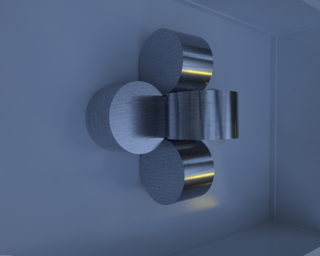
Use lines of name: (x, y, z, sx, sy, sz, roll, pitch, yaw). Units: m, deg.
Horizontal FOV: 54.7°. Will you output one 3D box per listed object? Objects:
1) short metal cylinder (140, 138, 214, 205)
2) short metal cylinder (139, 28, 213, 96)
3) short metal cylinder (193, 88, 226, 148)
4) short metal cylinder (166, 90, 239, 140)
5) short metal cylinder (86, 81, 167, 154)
short metal cylinder: (0.020, 0.051, 0.385, 0.050, 0.080, 0.079, -3, 92, -41)
short metal cylinder: (0.018, -0.078, 0.383, 0.050, 0.080, 0.079, -3, 92, -41)
short metal cylinder: (0.057, -0.013, 0.435, 0.081, 0.050, 0.080, 0, 90, -40)
short metal cylinder: (0.048, -0.014, 0.351, 0.081, 0.080, 0.050, -2, 91, -40)
short metal cylinder: (-0.037, -0.012, 0.357, 0.081, 0.050, 0.080, 0, 90, -40)
